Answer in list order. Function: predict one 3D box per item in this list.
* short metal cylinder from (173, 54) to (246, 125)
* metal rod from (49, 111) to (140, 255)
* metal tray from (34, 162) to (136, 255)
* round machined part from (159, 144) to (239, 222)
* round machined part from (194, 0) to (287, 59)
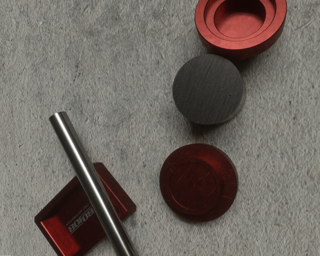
[{"bbox_3d":[0.061,-0.044,0.374,0.080,0.050,0.079,0,90,19],"label":"short metal cylinder"},{"bbox_3d":[-0.068,0.112,0.399,0.025,0.025,0.299,-32,80,17],"label":"metal rod"},{"bbox_3d":[-0.109,0.123,0.443,0.130,0.030,0.090,-44,77,14],"label":"metal tray"},{"bbox_3d":[0.045,0.068,0.383,0.098,0.042,0.097,0,90,19],"label":"round machined part"},{"bbox_3d":[0.092,-0.123,0.358,0.098,0.042,0.098,-5,72,14],"label":"round machined part"}]
